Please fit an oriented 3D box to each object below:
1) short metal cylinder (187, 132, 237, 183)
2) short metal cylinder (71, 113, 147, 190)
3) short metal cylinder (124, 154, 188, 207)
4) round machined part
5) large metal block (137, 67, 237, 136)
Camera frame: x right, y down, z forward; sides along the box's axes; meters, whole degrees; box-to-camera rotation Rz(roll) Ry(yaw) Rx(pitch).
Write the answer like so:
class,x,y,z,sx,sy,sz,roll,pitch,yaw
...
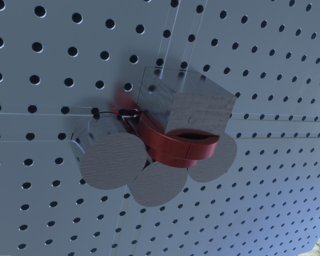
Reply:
class,x,y,z,sx,sy,sz,roll,pitch,yaw
short metal cylinder,0.064,0.032,0.450,0.081,0.050,0.079,-14,124,-21
short metal cylinder,-0.062,0.028,0.379,0.081,0.050,0.079,-14,124,-21
short metal cylinder,-0.009,0.061,0.428,0.081,0.050,0.079,-14,124,-21
round machined part,0.020,0.014,0.381,0.099,0.098,0.042,2,117,-29
large metal block,0.029,-0.033,0.371,0.081,0.080,0.050,1,118,-29
